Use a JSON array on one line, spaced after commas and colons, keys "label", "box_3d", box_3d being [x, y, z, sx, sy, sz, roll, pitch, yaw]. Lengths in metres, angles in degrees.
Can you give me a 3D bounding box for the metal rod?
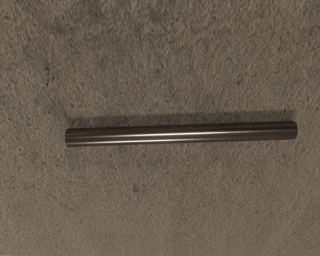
[{"label": "metal rod", "box_3d": [0.027, 0.008, 0.414, 0.302, 0.025, 0.025, -2, 130, 1]}]
